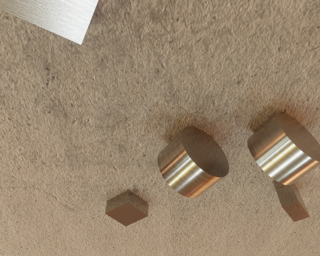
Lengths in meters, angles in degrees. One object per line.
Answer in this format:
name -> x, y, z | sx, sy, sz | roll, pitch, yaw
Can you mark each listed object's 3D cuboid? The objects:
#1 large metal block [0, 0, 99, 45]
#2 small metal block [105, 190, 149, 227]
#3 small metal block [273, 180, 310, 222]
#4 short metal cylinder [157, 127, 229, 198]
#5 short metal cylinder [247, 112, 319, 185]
large metal block -> -0.091, -0.135, 0.275 | 0.080, 0.050, 0.080 | 21, 127, -18
small metal block -> -0.055, 0.136, 0.522 | 0.050, 0.025, 0.050 | -31, 124, 23
small metal block -> 0.207, 0.112, 0.489 | 0.025, 0.050, 0.050 | -30, 124, 22
short metal cylinder -> 0.044, 0.045, 0.410 | 0.080, 0.080, 0.050 | 29, 124, -23
short metal cylinder -> 0.160, 0.025, 0.395 | 0.080, 0.080, 0.050 | 26, 125, -21
